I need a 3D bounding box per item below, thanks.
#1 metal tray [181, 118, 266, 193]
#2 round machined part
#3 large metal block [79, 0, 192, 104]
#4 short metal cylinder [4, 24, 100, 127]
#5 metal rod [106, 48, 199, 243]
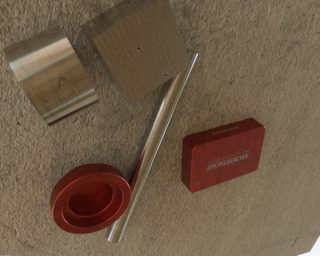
[{"bbox_3d":[0.099,0.042,0.486,0.131,0.030,0.089,-15,125,-21],"label":"metal tray"},{"bbox_3d":[-0.091,0.086,0.400,0.099,0.042,0.097,-14,125,-21],"label":"round machined part"},{"bbox_3d":[-0.024,-0.086,0.326,0.080,0.050,0.080,-33,129,-7],"label":"large metal block"},{"bbox_3d":[-0.098,-0.048,0.289,0.050,0.080,0.080,-29,129,-11],"label":"short metal cylinder"},{"bbox_3d":[-0.018,0.036,0.420,0.025,0.025,0.298,9,114,-33],"label":"metal rod"}]
